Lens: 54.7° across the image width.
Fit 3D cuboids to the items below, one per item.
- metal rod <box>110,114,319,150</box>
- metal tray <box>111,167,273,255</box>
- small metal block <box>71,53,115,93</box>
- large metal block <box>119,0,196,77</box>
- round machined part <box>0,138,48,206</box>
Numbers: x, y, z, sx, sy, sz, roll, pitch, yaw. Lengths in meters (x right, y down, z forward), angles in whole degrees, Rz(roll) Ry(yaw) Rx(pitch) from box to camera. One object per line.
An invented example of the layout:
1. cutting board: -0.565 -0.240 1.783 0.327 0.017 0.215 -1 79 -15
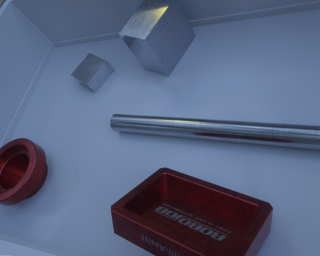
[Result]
1. metal rod: 0.067 0.002 0.367 0.300 0.025 0.025 5 64 29
2. metal tray: 0.029 0.088 0.300 0.130 0.030 0.091 15 30 33
3. small metal block: -0.113 -0.093 0.520 0.050 0.025 0.050 30 78 37
4. large metal block: -0.001 -0.136 0.453 0.050 0.080 0.080 23 74 36
5. round machined part: -0.208 0.067 0.460 0.098 0.042 0.098 -13 56 20
